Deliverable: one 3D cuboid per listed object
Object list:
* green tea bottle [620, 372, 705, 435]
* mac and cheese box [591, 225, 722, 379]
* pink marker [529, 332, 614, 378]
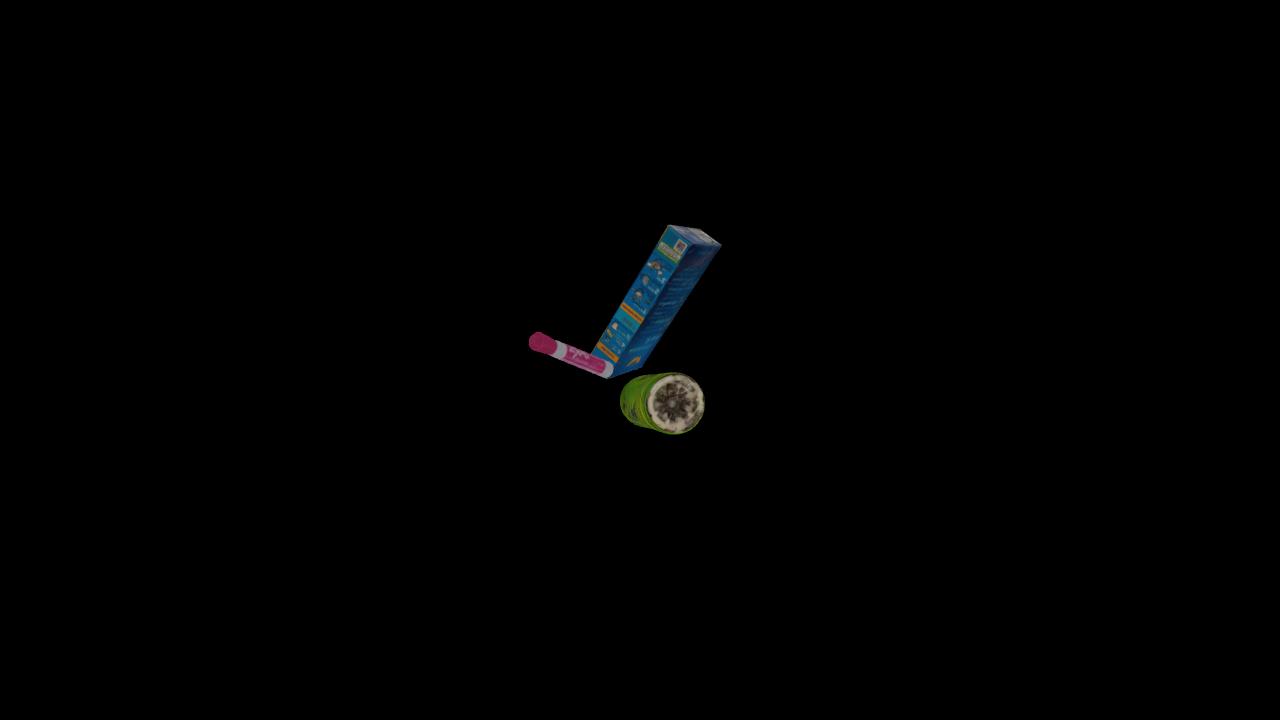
[{"bbox_3d":[0.017,0.053,0.765,0.073,0.073,0.212,0,-5,-12],"label":"green tea bottle"},{"bbox_3d":[0.016,-0.065,0.702,0.041,0.184,0.093,40,24,15],"label":"mac and cheese box"},{"bbox_3d":[-0.069,-0.004,0.630,0.020,0.020,0.121,0,-15,35],"label":"pink marker"}]
